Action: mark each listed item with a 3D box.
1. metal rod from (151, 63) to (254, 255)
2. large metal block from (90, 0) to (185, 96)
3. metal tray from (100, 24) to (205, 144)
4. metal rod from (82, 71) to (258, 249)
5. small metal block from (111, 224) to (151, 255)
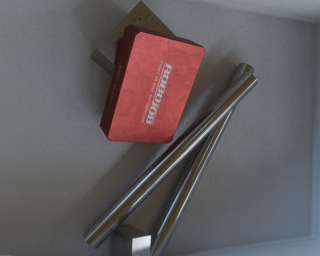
[{"bbox_3d":[0.058,0.040,0.433,0.025,0.025,0.299,32,79,-18],"label":"metal rod"},{"bbox_3d":[-0.027,-0.094,0.388,0.080,0.050,0.080,42,77,-16],"label":"large metal block"},{"bbox_3d":[-0.011,-0.045,0.366,0.091,0.030,0.129,4,116,-31],"label":"metal tray"},{"bbox_3d":[0.019,0.035,0.404,0.301,0.025,0.025,-45,105,-9],"label":"metal rod"},{"bbox_3d":[-0.037,0.152,0.382,0.025,0.050,0.050,4,88,-36],"label":"small metal block"}]
